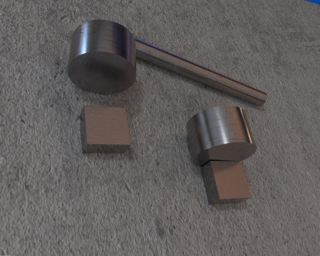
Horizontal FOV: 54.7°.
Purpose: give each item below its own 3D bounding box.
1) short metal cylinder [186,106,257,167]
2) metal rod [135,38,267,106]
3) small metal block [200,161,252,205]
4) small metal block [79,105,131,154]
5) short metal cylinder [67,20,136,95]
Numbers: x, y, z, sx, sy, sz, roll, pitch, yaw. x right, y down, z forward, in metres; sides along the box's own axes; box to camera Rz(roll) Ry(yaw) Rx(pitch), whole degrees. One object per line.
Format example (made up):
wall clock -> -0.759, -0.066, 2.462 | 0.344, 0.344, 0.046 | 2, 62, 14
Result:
short metal cylinder -> 0.078, 0.013, 0.402 | 0.081, 0.080, 0.050 | 5, 60, -26
metal rod -> 0.037, -0.094, 0.480 | 0.302, 0.025, 0.025 | 18, 55, -18
small metal block -> 0.086, 0.071, 0.406 | 0.050, 0.025, 0.050 | 4, 60, -26
small metal block -> -0.066, 0.002, 0.367 | 0.050, 0.025, 0.050 | 3, 60, -27
short metal cylinder -> -0.070, -0.085, 0.383 | 0.081, 0.080, 0.050 | 11, 57, -23
